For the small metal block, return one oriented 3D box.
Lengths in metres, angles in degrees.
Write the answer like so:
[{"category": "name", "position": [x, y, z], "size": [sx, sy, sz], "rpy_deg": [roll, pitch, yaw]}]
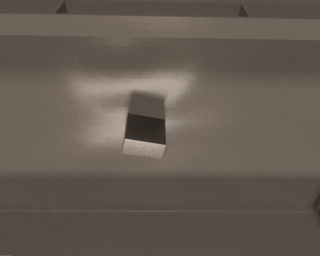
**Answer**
[{"category": "small metal block", "position": [-0.020, 0.010, 0.401], "size": [0.050, 0.050, 0.025], "rpy_deg": [9, 129, -9]}]
